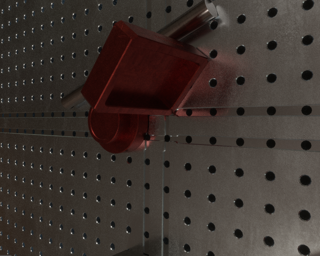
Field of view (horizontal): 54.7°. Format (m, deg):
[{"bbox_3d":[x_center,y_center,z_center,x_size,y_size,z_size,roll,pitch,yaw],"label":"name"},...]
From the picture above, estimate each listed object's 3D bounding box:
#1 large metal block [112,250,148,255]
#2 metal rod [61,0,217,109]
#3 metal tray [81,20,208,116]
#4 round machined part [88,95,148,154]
[{"bbox_3d":[-0.055,0.221,0.417,0.050,0.081,0.079,-3,88,40],"label":"large metal block"},{"bbox_3d":[-0.051,-0.092,0.448,0.299,0.025,0.025,-23,75,37],"label":"metal rod"},{"bbox_3d":[-0.012,-0.059,0.349,0.030,0.131,0.089,48,118,29],"label":"metal tray"},{"bbox_3d":[-0.068,-0.011,0.452,0.098,0.042,0.097,0,90,39],"label":"round machined part"}]
